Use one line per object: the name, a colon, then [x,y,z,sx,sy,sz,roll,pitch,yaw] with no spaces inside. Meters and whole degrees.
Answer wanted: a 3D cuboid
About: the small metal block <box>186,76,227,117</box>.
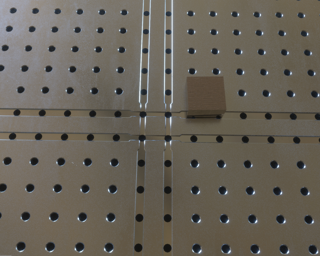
small metal block: [0.062,-0.043,0.428,0.050,0.025,0.050,-1,70,-1]
